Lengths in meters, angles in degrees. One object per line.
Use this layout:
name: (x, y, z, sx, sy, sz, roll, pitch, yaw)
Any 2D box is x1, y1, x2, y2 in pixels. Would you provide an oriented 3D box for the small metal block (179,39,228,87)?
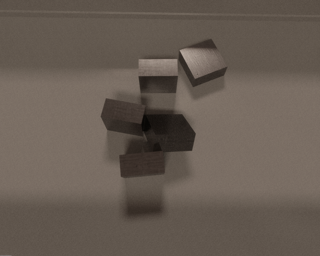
small metal block: (0.061, -0.093, 0.445, 0.050, 0.025, 0.050, -22, 72, -8)

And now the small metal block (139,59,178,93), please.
small metal block: (-0.002, -0.069, 0.422, 0.050, 0.050, 0.025, -1, 70, -1)

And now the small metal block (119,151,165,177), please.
small metal block: (-0.021, 0.046, 0.378, 0.050, 0.050, 0.025, -5, 79, -2)

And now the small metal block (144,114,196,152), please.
small metal block: (0.011, 0.005, 0.388, 0.050, 0.025, 0.050, -1, 31, -17)

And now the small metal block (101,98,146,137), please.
small metal block: (-0.045, -0.012, 0.400, 0.050, 0.050, 0.025, 10, 71, 3)
